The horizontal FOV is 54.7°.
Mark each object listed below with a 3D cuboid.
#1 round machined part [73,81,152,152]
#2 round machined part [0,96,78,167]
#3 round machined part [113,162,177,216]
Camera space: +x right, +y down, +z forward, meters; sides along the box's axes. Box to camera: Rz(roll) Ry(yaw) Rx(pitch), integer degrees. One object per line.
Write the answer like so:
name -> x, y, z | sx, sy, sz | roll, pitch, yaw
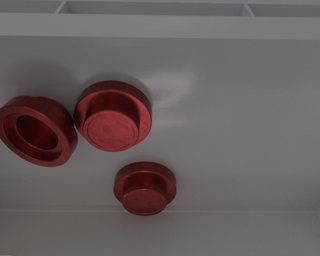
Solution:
round machined part -> -0.059, -0.007, 0.391 | 0.099, 0.042, 0.097 | 0, 130, 0
round machined part -> -0.148, 0.000, 0.386 | 0.098, 0.042, 0.097 | 9, 131, 11
round machined part -> -0.023, 0.101, 0.483 | 0.099, 0.042, 0.097 | 0, 130, 0
